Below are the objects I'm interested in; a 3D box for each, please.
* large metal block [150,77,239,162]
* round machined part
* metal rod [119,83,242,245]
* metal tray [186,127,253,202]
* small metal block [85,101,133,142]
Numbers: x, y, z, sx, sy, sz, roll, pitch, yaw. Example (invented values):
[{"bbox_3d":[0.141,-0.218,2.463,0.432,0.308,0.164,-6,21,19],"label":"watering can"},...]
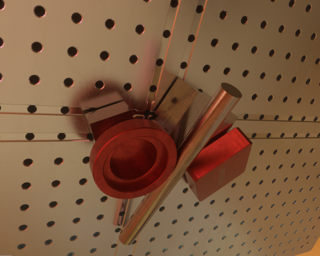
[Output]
[{"bbox_3d":[0.041,-0.007,0.409,0.080,0.050,0.080,25,105,-37],"label":"large metal block"},{"bbox_3d":[-0.033,0.032,0.362,0.099,0.042,0.097,-12,124,-18],"label":"round machined part"},{"bbox_3d":[0.010,0.067,0.402,0.025,0.025,0.298,6,131,-31],"label":"metal rod"},{"bbox_3d":[0.084,0.058,0.453,0.090,0.030,0.130,-33,154,-6],"label":"metal tray"},{"bbox_3d":[-0.058,0.001,0.377,0.050,0.025,0.050,-20,126,-17],"label":"small metal block"}]
